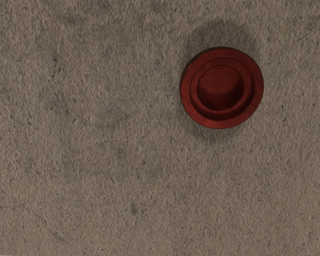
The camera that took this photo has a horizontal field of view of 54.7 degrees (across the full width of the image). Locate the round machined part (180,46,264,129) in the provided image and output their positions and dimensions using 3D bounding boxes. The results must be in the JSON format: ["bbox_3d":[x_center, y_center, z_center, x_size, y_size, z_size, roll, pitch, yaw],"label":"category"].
[{"bbox_3d":[0.073,-0.051,0.383,0.099,0.042,0.097,0,110,-1],"label":"round machined part"}]
